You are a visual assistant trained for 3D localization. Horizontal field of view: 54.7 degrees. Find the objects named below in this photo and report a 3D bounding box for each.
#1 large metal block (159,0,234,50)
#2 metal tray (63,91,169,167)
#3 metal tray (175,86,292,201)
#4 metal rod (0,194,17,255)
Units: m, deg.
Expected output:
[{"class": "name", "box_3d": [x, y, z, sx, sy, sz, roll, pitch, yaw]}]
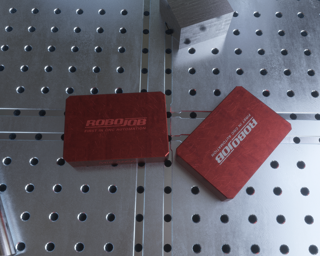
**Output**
[{"class": "large metal block", "box_3d": [0.051, -0.176, 0.463, 0.080, 0.050, 0.080, -20, 72, -8]}, {"class": "metal tray", "box_3d": [-0.056, 0.001, 0.408, 0.131, 0.030, 0.090, -3, 70, -2]}, {"class": "metal tray", "box_3d": [0.094, 0.018, 0.404, 0.090, 0.030, 0.130, 41, 75, 13]}, {"class": "metal rod", "box_3d": [-0.240, 0.021, 0.400, 0.025, 0.025, 0.299, -23, 72, -9]}]
